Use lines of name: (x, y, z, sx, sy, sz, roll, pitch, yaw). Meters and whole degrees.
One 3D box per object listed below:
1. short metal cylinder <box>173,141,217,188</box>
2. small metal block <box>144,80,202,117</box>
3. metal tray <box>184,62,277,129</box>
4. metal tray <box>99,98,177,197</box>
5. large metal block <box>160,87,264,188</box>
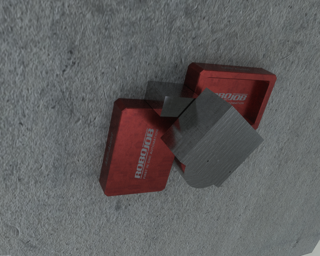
short metal cylinder: (0.059, 0.040, 0.449, 0.081, 0.050, 0.079, -13, 124, -20)
small metal block: (0.015, -0.036, 0.378, 0.050, 0.050, 0.025, 1, 118, -29)
metal tray: (0.092, -0.040, 0.431, 0.131, 0.030, 0.089, -2, 119, -28)
metal tray: (-0.024, 0.027, 0.410, 0.091, 0.030, 0.129, 1, 118, -29)
large metal block: (0.063, 0.013, 0.368, 0.080, 0.050, 0.080, -48, 129, 6)
